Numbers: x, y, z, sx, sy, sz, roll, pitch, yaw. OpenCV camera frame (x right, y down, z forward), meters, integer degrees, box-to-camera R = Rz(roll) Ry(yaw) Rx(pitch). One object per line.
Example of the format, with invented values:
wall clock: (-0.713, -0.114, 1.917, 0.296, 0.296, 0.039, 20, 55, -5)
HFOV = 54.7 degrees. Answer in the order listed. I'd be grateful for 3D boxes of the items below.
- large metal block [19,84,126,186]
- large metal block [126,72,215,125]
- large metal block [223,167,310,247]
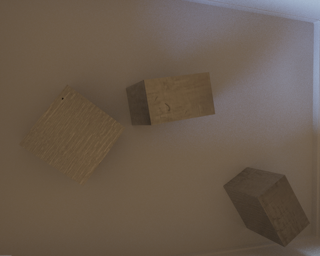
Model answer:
large metal block: (-0.101, 0.008, 0.360, 0.080, 0.050, 0.080, 38, 78, -16)
large metal block: (0.010, -0.034, 0.386, 0.081, 0.080, 0.050, -10, 94, -20)
large metal block: (0.148, 0.107, 0.438, 0.050, 0.080, 0.080, -34, 101, -17)
